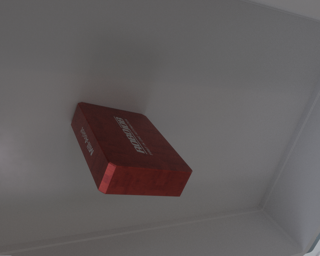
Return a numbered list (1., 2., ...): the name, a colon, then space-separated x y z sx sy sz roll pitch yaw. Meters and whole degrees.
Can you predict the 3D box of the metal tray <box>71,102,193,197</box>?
1. metal tray: -0.035 0.019 0.333 0.091 0.130 0.030 10 113 -33
